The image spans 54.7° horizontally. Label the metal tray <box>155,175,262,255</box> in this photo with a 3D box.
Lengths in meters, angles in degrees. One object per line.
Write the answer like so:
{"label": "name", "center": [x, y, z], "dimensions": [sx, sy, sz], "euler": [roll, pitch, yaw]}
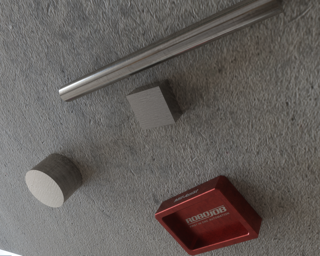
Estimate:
{"label": "metal tray", "center": [0.066, 0.131, 0.448], "dimensions": [0.090, 0.030, 0.130], "euler": [49, 128, -7]}

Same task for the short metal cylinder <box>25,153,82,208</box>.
{"label": "short metal cylinder", "center": [-0.185, 0.092, 0.542], "dimensions": [0.080, 0.050, 0.079], "euler": [13, 124, 20]}

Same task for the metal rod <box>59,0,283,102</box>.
{"label": "metal rod", "center": [-0.014, -0.082, 0.361], "dimensions": [0.300, 0.025, 0.025], "euler": [-16, 111, 34]}

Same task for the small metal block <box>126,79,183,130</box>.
{"label": "small metal block", "center": [-0.007, -0.029, 0.391], "dimensions": [0.050, 0.025, 0.050], "euler": [-12, 112, 33]}
